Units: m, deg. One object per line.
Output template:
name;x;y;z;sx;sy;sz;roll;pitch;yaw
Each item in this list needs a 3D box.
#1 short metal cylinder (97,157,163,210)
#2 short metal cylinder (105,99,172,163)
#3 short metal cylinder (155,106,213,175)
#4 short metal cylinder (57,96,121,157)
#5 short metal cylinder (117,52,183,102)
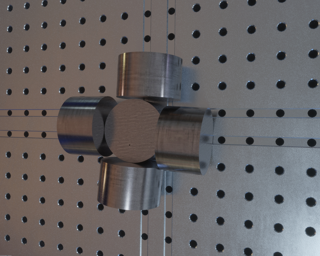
short metal cylinder;-0.037;0.068;0.395;0.080;0.080;0.050;7;92;20
short metal cylinder;-0.025;0.003;0.409;0.080;0.050;0.080;0;90;18
short metal cylinder;0.031;0.014;0.372;0.050;0.080;0.079;4;92;19
short metal cylinder;-0.092;-0.003;0.416;0.050;0.080;0.079;2;91;19
short metal cylinder;-0.013;-0.061;0.387;0.080;0.080;0.050;3;91;20
